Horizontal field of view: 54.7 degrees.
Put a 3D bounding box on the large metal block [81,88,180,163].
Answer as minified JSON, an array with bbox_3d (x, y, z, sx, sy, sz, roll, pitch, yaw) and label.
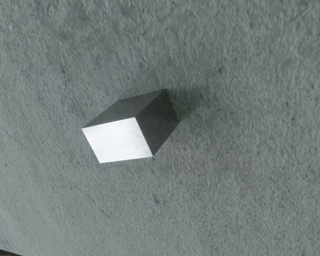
[{"bbox_3d":[-0.034,-0.003,0.386,0.080,0.080,0.050,-10,113,32],"label":"large metal block"}]
